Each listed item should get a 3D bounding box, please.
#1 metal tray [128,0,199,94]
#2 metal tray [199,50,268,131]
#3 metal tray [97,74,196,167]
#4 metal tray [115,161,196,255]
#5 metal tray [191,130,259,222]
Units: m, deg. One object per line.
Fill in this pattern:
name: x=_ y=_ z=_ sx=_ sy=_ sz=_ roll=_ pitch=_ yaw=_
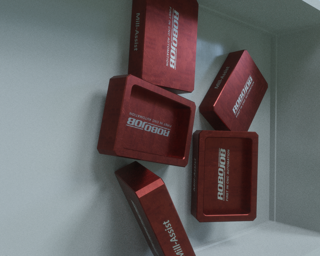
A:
metal tray: x=0.007 y=-0.115 z=0.408 sx=0.091 sy=0.030 sz=0.129 roll=5 pitch=87 yaw=-40
metal tray: x=0.124 y=-0.052 z=0.507 sx=0.090 sy=0.030 sz=0.130 roll=46 pitch=63 yaw=-30
metal tray: x=-0.010 y=-0.003 z=0.382 sx=0.131 sy=0.030 sz=0.090 roll=17 pitch=79 yaw=-47
metal tray: x=-0.003 y=0.109 z=0.355 sx=0.030 sy=0.090 sz=0.129 roll=-27 pitch=106 yaw=-17
metal tray: x=0.095 y=0.069 z=0.455 sx=0.091 sy=0.030 sz=0.129 roll=2 pitch=89 yaw=-10
